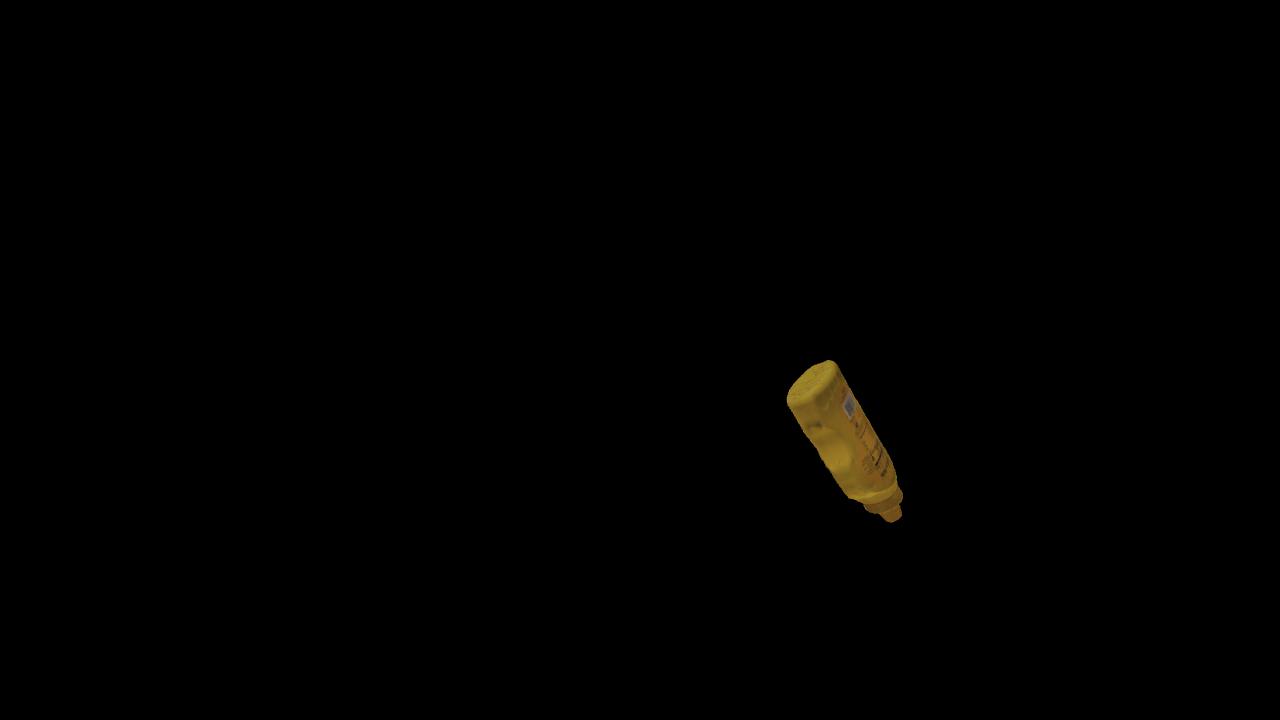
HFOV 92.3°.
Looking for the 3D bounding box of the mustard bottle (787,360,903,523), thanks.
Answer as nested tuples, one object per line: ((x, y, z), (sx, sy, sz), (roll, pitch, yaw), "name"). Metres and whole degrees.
((0.227, 0.096, 0.654), (0.054, 0.184, 0.092), (-28, 10, 34), "mustard bottle")
